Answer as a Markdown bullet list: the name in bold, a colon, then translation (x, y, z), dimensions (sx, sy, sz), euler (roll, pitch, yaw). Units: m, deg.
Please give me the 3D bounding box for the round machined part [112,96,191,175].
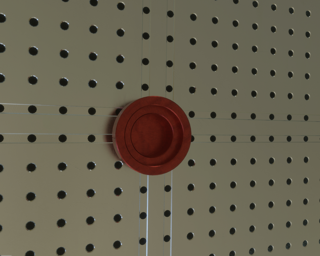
- **round machined part**: translation (-0.013, 0.009, 0.399), dimensions (0.099, 0.042, 0.097), euler (0, 90, -20)
